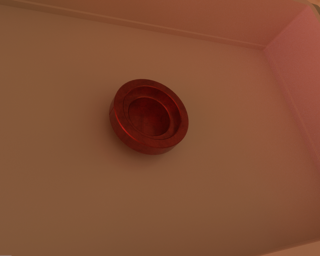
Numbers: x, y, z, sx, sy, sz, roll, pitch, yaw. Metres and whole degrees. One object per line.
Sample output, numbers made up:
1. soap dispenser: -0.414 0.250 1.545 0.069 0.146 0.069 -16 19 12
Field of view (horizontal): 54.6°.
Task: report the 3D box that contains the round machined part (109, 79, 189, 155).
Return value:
1. round machined part: -0.017 -0.010 0.391 0.099 0.042 0.098 13 56 -21
